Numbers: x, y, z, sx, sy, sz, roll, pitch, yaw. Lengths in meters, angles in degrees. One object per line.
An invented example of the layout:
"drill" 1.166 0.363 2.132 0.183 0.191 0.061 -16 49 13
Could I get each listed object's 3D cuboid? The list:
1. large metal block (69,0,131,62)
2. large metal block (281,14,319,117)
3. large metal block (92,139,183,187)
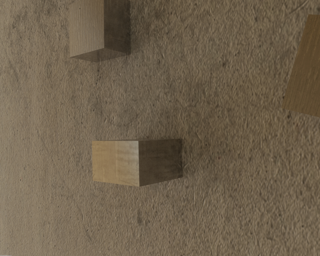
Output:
"large metal block" -0.090 -0.148 0.463 0.080 0.050 0.080 -1 89 40
"large metal block" 0.160 -0.044 0.257 0.080 0.050 0.079 21 103 38
"large metal block" -0.028 0.040 0.392 0.080 0.081 0.050 -2 89 40
